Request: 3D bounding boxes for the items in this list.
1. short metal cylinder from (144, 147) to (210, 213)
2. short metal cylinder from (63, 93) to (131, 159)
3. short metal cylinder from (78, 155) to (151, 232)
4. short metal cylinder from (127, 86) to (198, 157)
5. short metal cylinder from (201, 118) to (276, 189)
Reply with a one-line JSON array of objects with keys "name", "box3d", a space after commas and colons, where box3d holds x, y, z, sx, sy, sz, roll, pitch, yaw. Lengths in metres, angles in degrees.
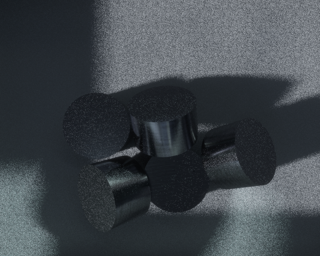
[{"name": "short metal cylinder", "box3d": [0.020, 0.062, 0.398, 0.081, 0.050, 0.079, 0, 90, -1]}, {"name": "short metal cylinder", "box3d": [-0.076, -0.003, 0.395, 0.081, 0.050, 0.079, 0, 90, -1]}, {"name": "short metal cylinder", "box3d": [-0.057, 0.077, 0.375, 0.050, 0.080, 0.080, -11, 90, -43]}, {"name": "short metal cylinder", "box3d": [0.005, -0.010, 0.375, 0.081, 0.080, 0.050, -8, 126, -1]}, {"name": "short metal cylinder", "box3d": [0.097, 0.032, 0.378, 0.081, 0.050, 0.080, 14, 67, -37]}]
